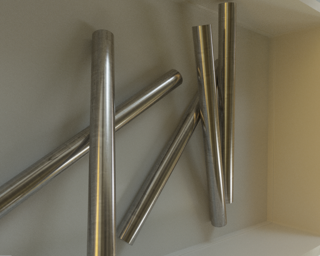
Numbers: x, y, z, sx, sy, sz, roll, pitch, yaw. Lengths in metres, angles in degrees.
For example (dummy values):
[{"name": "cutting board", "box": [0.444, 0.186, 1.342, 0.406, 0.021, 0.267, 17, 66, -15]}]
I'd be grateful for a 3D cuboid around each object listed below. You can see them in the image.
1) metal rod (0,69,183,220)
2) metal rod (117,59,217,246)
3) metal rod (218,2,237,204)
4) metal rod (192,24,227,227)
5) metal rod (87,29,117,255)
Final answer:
[{"name": "metal rod", "box": [-0.076, 0.011, 0.343, 0.302, 0.025, 0.025, -40, 115, -33]}, {"name": "metal rod", "box": [0.027, 0.017, 0.431, 0.025, 0.025, 0.300, 46, 62, -31]}, {"name": "metal rod", "box": [0.100, -0.029, 0.466, 0.025, 0.025, 0.298, -13, 107, -40]}, {"name": "metal rod", "box": [0.073, 0.009, 0.442, 0.025, 0.025, 0.298, -23, 113, -38]}, {"name": "metal rod", "box": [-0.055, 0.032, 0.297, 0.025, 0.025, 0.299, 16, 60, -39]}]
